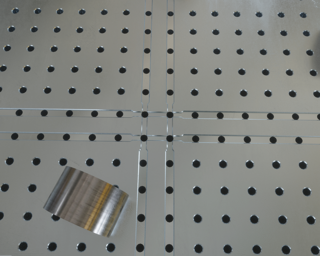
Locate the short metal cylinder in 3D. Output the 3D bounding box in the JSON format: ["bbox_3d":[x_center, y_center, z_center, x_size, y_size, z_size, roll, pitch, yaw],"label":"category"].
[{"bbox_3d":[-0.082,0.083,0.351,0.080,0.080,0.050,22,72,8],"label":"short metal cylinder"}]
